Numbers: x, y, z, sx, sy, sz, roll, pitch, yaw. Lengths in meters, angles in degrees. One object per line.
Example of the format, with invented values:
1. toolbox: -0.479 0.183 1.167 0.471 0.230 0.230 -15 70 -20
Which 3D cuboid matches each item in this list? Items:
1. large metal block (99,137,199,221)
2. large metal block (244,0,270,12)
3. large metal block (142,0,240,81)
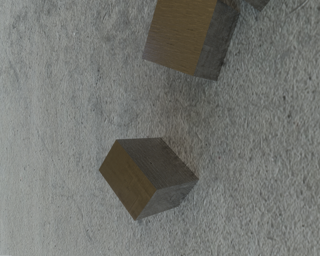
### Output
1. large metal block: -0.013 0.058 0.380 0.080 0.081 0.050 47 118 30
2. large metal block: 0.093 -0.181 0.312 0.080 0.050 0.080 -51 60 28
3. large metal block: 0.034 -0.107 0.361 0.080 0.050 0.079 27 107 36
